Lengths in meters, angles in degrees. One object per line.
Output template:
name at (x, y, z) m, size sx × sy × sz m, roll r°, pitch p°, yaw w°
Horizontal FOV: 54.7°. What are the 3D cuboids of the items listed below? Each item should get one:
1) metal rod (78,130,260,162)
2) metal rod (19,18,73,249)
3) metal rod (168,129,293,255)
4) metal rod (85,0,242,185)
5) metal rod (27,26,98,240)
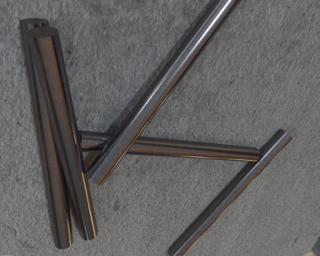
metal rod at (0.031, 0.030, 0.444) m, size 0.302 × 0.025 × 0.025 m, roll 7°, pitch 115°, yaw -32°
metal rod at (-0.125, 0.031, 0.358) m, size 0.025 × 0.025 × 0.298 m, roll -10°, pitch 123°, yaw -23°
metal rod at (0.122, 0.122, 0.551) m, size 0.299 × 0.025 × 0.025 m, roll -49°, pitch 129°, yaw 6°
metal rod at (0.012, -0.060, 0.358) m, size 0.025 × 0.025 × 0.299 m, roll 36°, pitch 92°, yaw -39°
metal rod at (-0.100, 0.035, 0.352) m, size 0.025 × 0.025 × 0.298 m, roll -16°, pitch 132°, yaw -20°
